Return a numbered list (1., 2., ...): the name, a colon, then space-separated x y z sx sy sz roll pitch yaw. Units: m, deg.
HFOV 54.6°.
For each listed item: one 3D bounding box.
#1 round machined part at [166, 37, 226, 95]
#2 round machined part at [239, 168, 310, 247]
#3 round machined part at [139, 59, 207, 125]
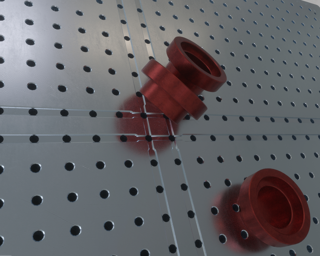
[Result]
1. round machined part: 0.048 -0.088 0.463 0.098 0.042 0.098 29 32 -20
2. round machined part: 0.145 0.106 0.409 0.099 0.042 0.098 13 56 -21
3. round machined part: 0.012 -0.042 0.406 0.098 0.098 0.042 42 94 0
